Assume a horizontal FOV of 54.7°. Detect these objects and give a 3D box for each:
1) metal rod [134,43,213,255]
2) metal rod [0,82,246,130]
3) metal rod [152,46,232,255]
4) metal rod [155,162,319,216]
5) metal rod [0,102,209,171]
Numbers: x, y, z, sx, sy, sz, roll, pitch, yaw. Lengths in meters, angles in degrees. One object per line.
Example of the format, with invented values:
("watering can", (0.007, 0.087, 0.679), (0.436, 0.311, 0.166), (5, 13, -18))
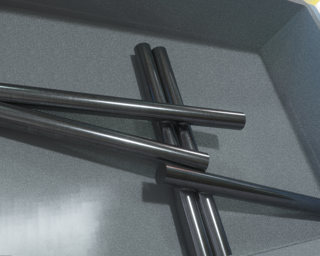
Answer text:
("metal rod", (0.010, 0.013, 0.401), (0.025, 0.025, 0.299), (-1, 62, -29))
("metal rod", (-0.034, -0.023, 0.376), (0.302, 0.025, 0.025), (6, 59, -18))
("metal rod", (0.034, 0.015, 0.412), (0.025, 0.025, 0.299), (-1, 62, -29))
("metal rod", (0.131, 0.086, 0.402), (0.302, 0.025, 0.025), (16, 55, -26))
("metal rod", (-0.088, 0.006, 0.338), (0.302, 0.025, 0.025), (15, 56, -14))
